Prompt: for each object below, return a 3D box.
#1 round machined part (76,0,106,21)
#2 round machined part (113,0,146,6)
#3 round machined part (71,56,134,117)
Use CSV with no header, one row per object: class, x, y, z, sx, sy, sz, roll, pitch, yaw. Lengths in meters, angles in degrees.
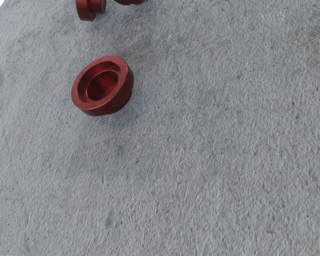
round machined part,-0.128,-0.254,0.588,0.042,0.098,0.098,3,60,-1
round machined part,-0.066,-0.264,0.562,0.042,0.099,0.098,-33,45,42
round machined part,-0.082,-0.059,0.473,0.098,0.042,0.098,-13,56,21
